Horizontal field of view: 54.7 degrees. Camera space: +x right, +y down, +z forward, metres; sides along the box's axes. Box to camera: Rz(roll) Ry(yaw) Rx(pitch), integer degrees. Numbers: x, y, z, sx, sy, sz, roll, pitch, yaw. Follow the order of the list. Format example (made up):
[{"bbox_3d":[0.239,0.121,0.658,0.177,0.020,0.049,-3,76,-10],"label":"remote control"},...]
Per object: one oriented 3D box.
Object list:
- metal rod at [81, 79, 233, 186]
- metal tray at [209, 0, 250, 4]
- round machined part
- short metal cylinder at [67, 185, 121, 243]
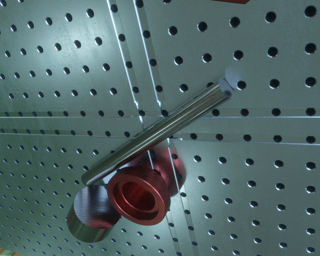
[{"bbox_3d":[-0.025,0.022,0.436,0.299,0.025,0.025,-34,100,38],"label":"metal rod"},{"bbox_3d":[0.048,-0.183,0.268,0.090,0.030,0.129,15,125,19],"label":"metal tray"},{"bbox_3d":[-0.029,0.098,0.474,0.098,0.042,0.097,13,124,20],"label":"round machined part"},{"bbox_3d":[-0.110,0.144,0.520,0.080,0.080,0.050,35,129,4],"label":"short metal cylinder"}]
